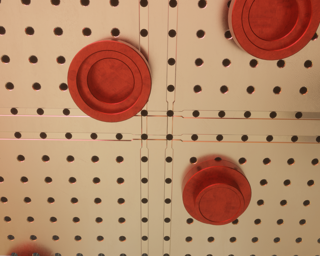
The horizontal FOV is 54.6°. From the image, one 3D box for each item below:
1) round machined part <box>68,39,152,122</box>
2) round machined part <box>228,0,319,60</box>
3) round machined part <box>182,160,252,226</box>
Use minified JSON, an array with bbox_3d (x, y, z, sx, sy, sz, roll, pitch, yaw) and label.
[{"bbox_3d":[-0.059,-0.059,0.382,0.099,0.042,0.097,0,110,0],"label":"round machined part"},{"bbox_3d":[0.128,-0.130,0.357,0.099,0.042,0.097,0,110,0],"label":"round machined part"},{"bbox_3d":[0.081,0.098,0.441,0.099,0.042,0.097,0,110,0],"label":"round machined part"}]
